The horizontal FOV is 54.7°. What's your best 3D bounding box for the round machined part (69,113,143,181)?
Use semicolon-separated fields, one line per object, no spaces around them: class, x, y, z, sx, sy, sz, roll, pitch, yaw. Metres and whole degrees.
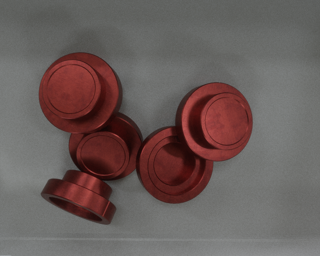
round machined part;-0.072;0.029;0.412;0.099;0.042;0.097;0;110;0

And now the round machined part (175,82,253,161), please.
round machined part;0.072;-0.008;0.379;0.099;0.042;0.097;0;89;-18

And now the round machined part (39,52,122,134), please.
round machined part;-0.097;-0.042;0.366;0.099;0.042;0.097;0;86;6

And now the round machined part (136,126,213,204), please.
round machined part;0.016;0.046;0.407;0.099;0.042;0.097;-1;92;-16

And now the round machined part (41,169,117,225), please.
round machined part;-0.103;0.090;0.416;0.098;0.042;0.098;17;152;10
